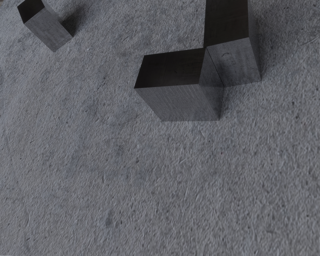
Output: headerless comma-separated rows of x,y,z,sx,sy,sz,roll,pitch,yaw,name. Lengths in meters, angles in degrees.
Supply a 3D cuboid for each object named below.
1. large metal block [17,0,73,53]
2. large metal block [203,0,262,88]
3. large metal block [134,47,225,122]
-0.229,-0.211,0.619,0.050,0.080,0.080,-37,51,3,large metal block
0.092,-0.109,0.387,0.050,0.080,0.080,-7,59,25,large metal block
0.027,-0.049,0.385,0.080,0.080,0.050,0,62,28,large metal block
